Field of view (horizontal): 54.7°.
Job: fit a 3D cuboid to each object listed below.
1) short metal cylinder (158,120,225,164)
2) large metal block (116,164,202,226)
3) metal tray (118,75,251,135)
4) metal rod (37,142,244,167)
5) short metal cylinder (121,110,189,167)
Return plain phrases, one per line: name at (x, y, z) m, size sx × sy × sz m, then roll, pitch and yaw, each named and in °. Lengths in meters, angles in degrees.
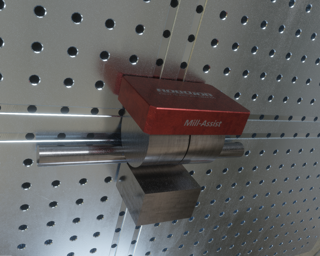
short metal cylinder at (0.038, 0.006, 0.397) m, size 0.050 × 0.080 × 0.079 m, roll 2°, pitch 118°, yaw -29°
large metal block at (-0.005, 0.079, 0.417) m, size 0.081 × 0.080 × 0.050 m, roll 1°, pitch 118°, yaw -29°
metal tray at (0.027, -0.026, 0.363) m, size 0.131 × 0.090 × 0.030 m, roll 1°, pitch 118°, yaw -29°
metal rod at (-0.006, 0.033, 0.424) m, size 0.303 × 0.025 × 0.025 m, roll 1°, pitch 118°, yaw -29°
short metal cylinder at (-0.008, 0.006, 0.371) m, size 0.050 × 0.080 × 0.079 m, roll 0°, pitch 118°, yaw -29°
